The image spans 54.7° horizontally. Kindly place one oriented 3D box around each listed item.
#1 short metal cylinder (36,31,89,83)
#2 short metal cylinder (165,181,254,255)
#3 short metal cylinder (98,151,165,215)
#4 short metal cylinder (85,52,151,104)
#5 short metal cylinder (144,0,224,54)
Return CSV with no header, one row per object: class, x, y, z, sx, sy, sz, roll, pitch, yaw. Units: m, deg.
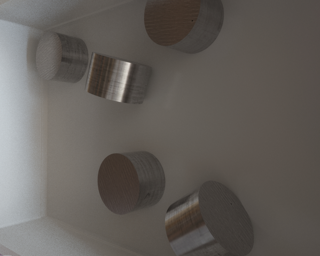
short metal cylinder,-0.168,-0.119,0.529,0.080,0.050,0.080,0,90,40
short metal cylinder,0.052,0.103,0.328,0.050,0.081,0.080,-42,65,32
short metal cylinder,-0.040,0.073,0.423,0.080,0.050,0.080,0,90,40
short metal cylinder,-0.056,-0.067,0.417,0.080,0.081,0.050,24,106,37
short metal cylinder,0.028,-0.133,0.368,0.080,0.050,0.080,0,90,40
